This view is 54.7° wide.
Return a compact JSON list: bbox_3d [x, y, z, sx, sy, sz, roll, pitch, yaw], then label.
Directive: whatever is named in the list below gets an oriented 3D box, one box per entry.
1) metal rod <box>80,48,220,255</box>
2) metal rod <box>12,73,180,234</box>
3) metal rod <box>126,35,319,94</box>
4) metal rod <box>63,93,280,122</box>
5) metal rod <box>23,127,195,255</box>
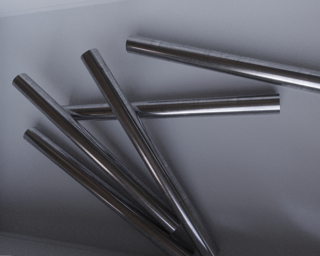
[{"bbox_3d":[-0.014,0.031,0.395,0.025,0.025,0.299,-33,87,17],"label":"metal rod"},{"bbox_3d":[-0.089,0.030,0.423,0.300,0.025,0.025,42,103,8],"label":"metal rod"},{"bbox_3d":[0.096,-0.075,0.376,0.301,0.025,0.025,16,96,19],"label":"metal rod"},{"bbox_3d":[-0.002,-0.025,0.411,0.301,0.025,0.025,-1,90,19],"label":"metal rod"},{"bbox_3d":[-0.082,0.089,0.439,0.300,0.025,0.025,34,101,16],"label":"metal rod"}]
